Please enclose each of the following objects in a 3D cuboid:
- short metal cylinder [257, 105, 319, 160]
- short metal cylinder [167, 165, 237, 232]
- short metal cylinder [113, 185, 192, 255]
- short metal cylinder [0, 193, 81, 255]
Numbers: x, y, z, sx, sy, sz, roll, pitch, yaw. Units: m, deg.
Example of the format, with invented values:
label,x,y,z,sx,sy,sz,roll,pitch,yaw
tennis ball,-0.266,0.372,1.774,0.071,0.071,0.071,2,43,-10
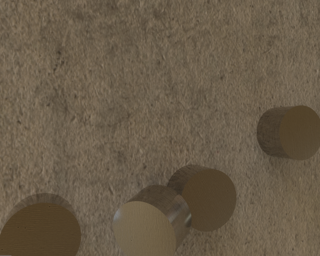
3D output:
label,x,y,z,sx,sy,sz,roll,pitch,yaw
short metal cylinder,0.196,0.007,0.470,0.081,0.050,0.079,0,90,-21
short metal cylinder,0.054,0.092,0.417,0.081,0.050,0.079,0,90,-21
short metal cylinder,-0.008,0.115,0.371,0.050,0.080,0.080,-26,102,-63
short metal cylinder,-0.133,0.118,0.347,0.081,0.050,0.079,0,90,-21
